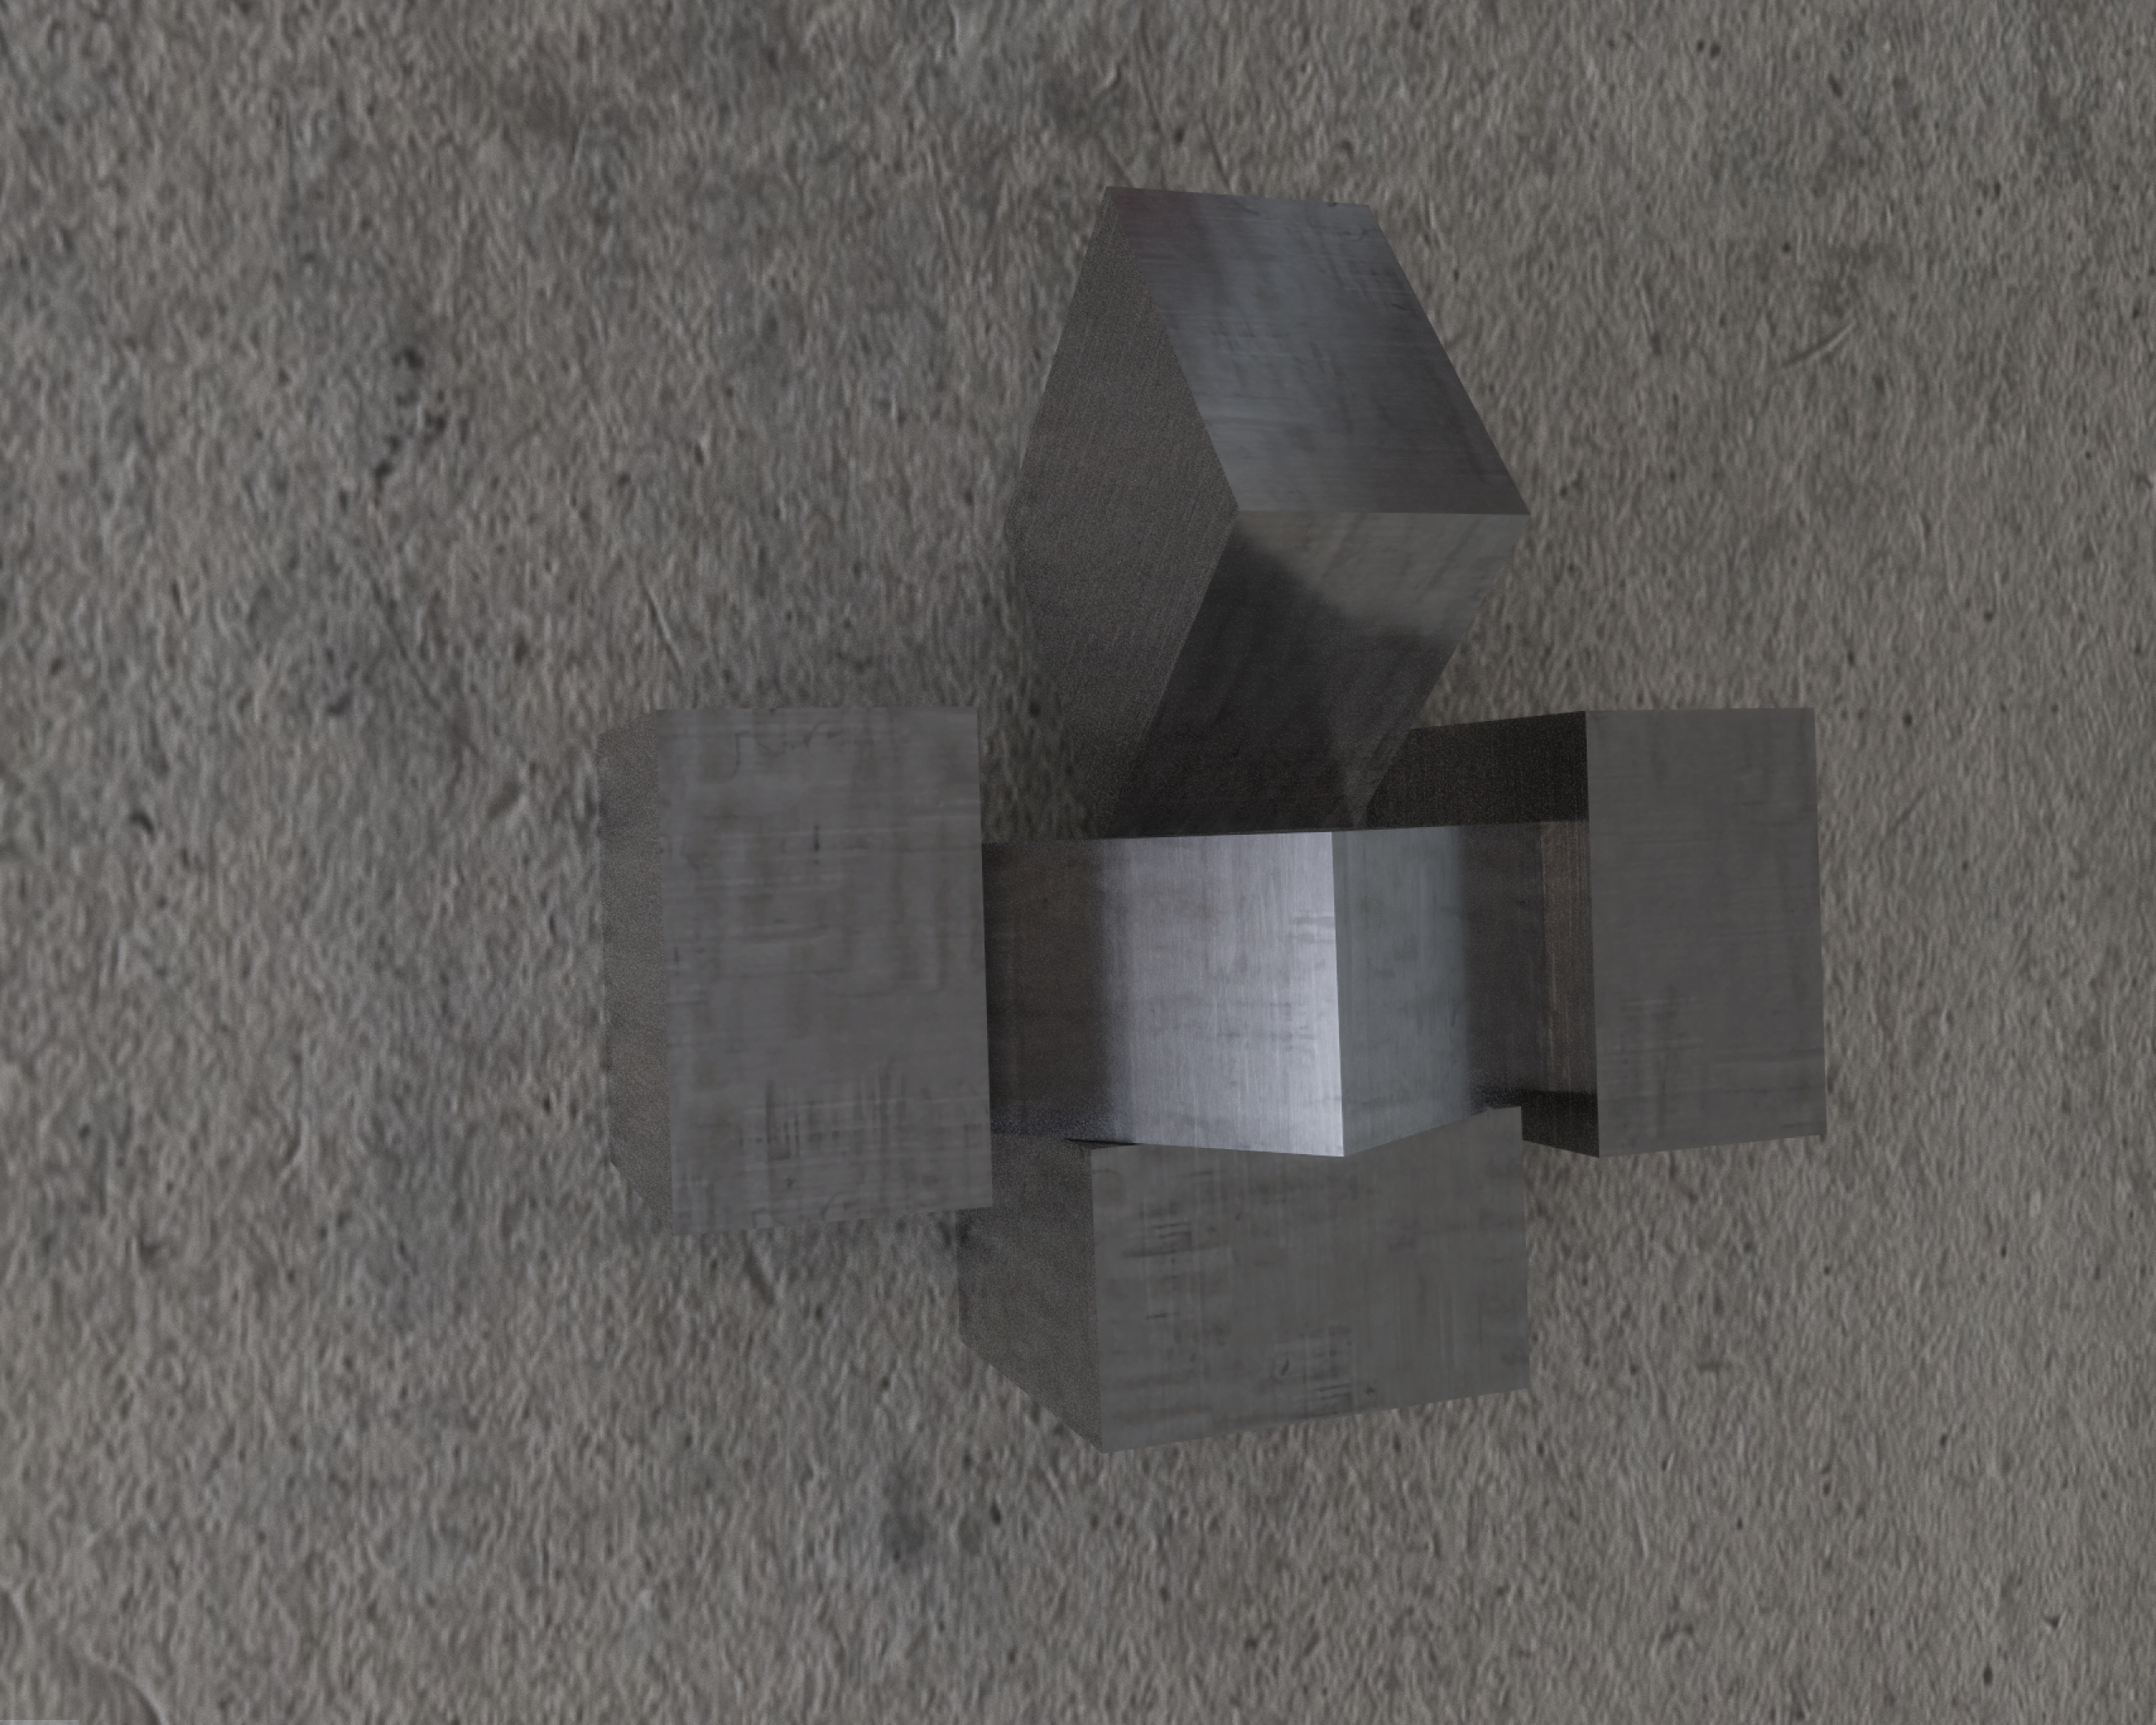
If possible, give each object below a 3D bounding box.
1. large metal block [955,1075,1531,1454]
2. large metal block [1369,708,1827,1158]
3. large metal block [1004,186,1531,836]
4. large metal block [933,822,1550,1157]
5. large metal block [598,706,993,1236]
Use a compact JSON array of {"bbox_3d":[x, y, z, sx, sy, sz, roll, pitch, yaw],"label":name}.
[{"bbox_3d":[0.027,0.069,0.390,0.081,0.080,0.050,-3,92,-20],"label":"large metal block"},{"bbox_3d":[0.101,0.012,0.416,0.050,0.080,0.079,-2,91,-21],"label":"large metal block"},{"bbox_3d":[0.028,-0.061,0.373,0.050,0.079,0.080,-3,53,-20],"label":"large metal block"},{"bbox_3d":[0.030,0.020,0.374,0.081,0.080,0.050,-3,92,-55],"label":"large metal block"},{"bbox_3d":[-0.052,0.016,0.360,0.050,0.080,0.079,-2,91,-19],"label":"large metal block"}]
